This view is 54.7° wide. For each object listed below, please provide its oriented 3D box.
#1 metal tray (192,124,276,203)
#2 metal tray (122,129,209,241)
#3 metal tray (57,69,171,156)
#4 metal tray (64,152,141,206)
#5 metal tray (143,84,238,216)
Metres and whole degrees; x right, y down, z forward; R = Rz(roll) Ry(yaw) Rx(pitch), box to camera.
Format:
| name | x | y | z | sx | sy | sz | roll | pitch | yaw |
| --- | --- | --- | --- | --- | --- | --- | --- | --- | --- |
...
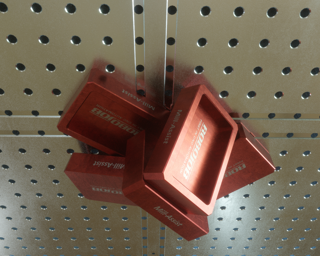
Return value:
| name | x | y | z | sx | sy | sz | roll | pitch | yaw |
| --- | --- | --- | --- | --- | --- | --- | --- | --- | --- |
| metal tray | 0.089 | 0.059 | 0.458 | 0.130 | 0.030 | 0.090 | -34 | 123 | 25 |
| metal tray | 0.010 | 0.073 | 0.391 | 0.030 | 0.090 | 0.130 | -31 | 124 | 23 |
| metal tray | -0.053 | -0.007 | 0.402 | 0.131 | 0.030 | 0.090 | 29 | 124 | -23 |
| metal tray | -0.058 | 0.077 | 0.441 | 0.131 | 0.030 | 0.090 | 4 | 143 | 15 |
| metal tray | 0.042 | 0.024 | 0.365 | 0.030 | 0.130 | 0.090 | -9 | 136 | 45 |
